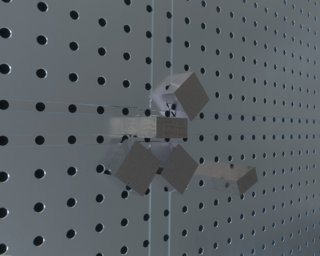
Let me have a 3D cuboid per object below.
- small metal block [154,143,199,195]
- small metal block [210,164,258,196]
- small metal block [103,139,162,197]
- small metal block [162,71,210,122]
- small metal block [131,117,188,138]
[{"bbox_3d":[0.019,0.055,0.424,0.050,0.025,0.050,47,62,-30],"label":"small metal block"},{"bbox_3d":[0.117,0.081,0.490,0.050,0.050,0.025,-26,106,-37],"label":"small metal block"},{"bbox_3d":[-0.032,0.049,0.381,0.050,0.025,0.050,44,64,-31],"label":"small metal block"},{"bbox_3d":[0.037,-0.044,0.439,0.050,0.025,0.050,-48,119,-29],"label":"small metal block"},{"bbox_3d":[-0.001,0.000,0.391,0.050,0.050,0.025,1,90,-40],"label":"small metal block"}]
